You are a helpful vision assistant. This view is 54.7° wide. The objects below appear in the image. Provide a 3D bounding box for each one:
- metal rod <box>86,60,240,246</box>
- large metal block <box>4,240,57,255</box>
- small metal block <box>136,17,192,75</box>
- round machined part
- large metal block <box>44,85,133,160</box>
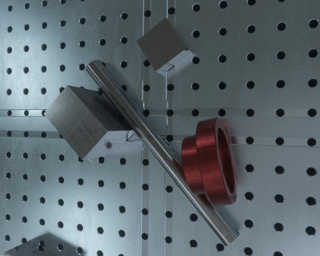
[{"bbox_3d":[-0.004,0.024,0.413,0.025,0.025,0.300,-43,77,15],"label":"metal rod"},{"bbox_3d":[-0.195,0.232,0.468,0.080,0.050,0.080,20,97,18],"label":"large metal block"},{"bbox_3d":[0.005,-0.108,0.411,0.050,0.025,0.050,-35,79,16],"label":"small metal block"},{"bbox_3d":[0.055,0.040,0.354,0.042,0.098,0.097,-12,86,20],"label":"round machined part"},{"bbox_3d":[-0.090,-0.007,0.415,0.050,0.080,0.080,-47,76,14],"label":"large metal block"}]
